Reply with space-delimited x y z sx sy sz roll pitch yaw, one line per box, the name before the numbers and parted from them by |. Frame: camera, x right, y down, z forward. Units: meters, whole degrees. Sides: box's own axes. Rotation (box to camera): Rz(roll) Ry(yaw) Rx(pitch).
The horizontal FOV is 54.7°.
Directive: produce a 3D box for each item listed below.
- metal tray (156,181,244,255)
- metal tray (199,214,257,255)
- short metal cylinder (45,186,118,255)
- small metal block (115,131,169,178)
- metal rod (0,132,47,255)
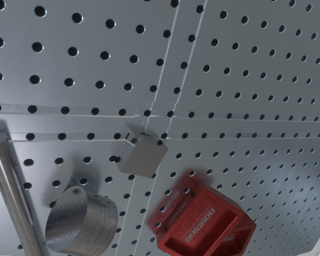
metal tray | 0.066 0.164 0.523 0.090 0.030 0.130 34 100 -14
metal tray | 0.120 0.222 0.609 0.131 0.030 0.089 -1 119 -28
short metal cylinder | -0.100 0.121 0.396 0.080 0.080 0.050 -49 129 6
small metal block | -0.025 0.037 0.420 0.050 0.025 0.050 19 109 -36
metal rod | -0.170 0.137 0.402 0.025 0.025 0.298 -15 125 -20
